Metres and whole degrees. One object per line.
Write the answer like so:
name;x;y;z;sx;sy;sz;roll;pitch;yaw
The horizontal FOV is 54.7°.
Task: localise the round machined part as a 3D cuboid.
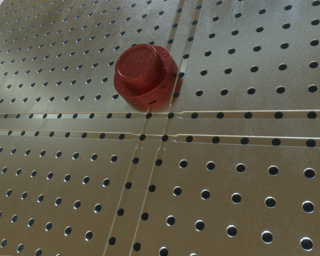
round machined part;-0.028;-0.087;0.463;0.098;0.042;0.098;-13;56;20
